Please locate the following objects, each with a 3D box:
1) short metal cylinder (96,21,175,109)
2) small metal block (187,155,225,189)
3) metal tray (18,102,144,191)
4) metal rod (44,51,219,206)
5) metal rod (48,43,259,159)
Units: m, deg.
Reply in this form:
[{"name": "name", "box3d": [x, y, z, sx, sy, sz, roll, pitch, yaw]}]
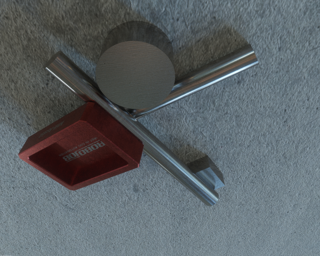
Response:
[{"name": "short metal cylinder", "box3d": [-0.025, -0.067, 0.334, 0.081, 0.050, 0.079, 0, 130, 0]}, {"name": "small metal block", "box3d": [0.063, 0.074, 0.472, 0.050, 0.025, 0.050, -27, 126, 20]}, {"name": "metal tray", "box3d": [-0.097, 0.029, 0.378, 0.130, 0.030, 0.090, -24, 127, 33]}, {"name": "metal rod", "box3d": [-0.016, 0.019, 0.392, 0.025, 0.025, 0.300, -32, 124, 24]}, {"name": "metal rod", "box3d": [-0.027, -0.025, 0.387, 0.300, 0.025, 0.025, -23, 127, 18]}]
